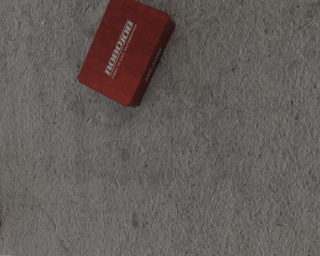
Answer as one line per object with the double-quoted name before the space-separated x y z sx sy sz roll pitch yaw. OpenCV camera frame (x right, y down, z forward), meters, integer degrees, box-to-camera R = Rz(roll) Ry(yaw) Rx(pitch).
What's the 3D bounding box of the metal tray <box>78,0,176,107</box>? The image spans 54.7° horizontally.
"metal tray" -0.047 -0.104 0.423 0.090 0.030 0.129 28 99 17
